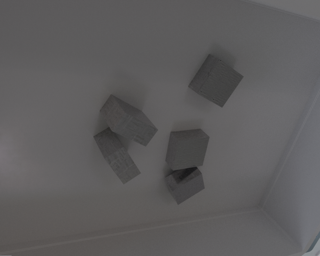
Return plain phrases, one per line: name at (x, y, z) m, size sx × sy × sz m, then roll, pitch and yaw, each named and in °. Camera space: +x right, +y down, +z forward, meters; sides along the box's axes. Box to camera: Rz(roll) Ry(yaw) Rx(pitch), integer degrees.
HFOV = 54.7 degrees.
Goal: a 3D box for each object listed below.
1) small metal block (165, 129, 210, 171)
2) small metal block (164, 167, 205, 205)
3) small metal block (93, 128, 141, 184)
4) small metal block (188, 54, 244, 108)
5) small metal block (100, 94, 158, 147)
small metal block at (0.039, 0.031, 0.449) m, size 0.050 × 0.025 × 0.050 m, roll -5°, pitch 121°, yaw -26°
small metal block at (0.039, 0.085, 0.475) m, size 0.050 × 0.025 × 0.050 m, roll -30°, pitch 142°, yaw -9°
small metal block at (-0.053, 0.033, 0.384) m, size 0.025 × 0.050 × 0.050 m, roll -33°, pitch 129°, yaw -7°
small metal block at (0.074, -0.062, 0.411) m, size 0.050 × 0.025 × 0.050 m, roll 23°, pitch 106°, yaw -37°
small metal block at (-0.037, -0.009, 0.366) m, size 0.050 × 0.050 × 0.025 m, roll 28°, pitch 103°, yaw -38°
